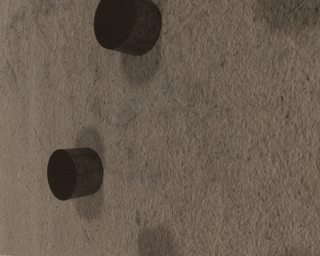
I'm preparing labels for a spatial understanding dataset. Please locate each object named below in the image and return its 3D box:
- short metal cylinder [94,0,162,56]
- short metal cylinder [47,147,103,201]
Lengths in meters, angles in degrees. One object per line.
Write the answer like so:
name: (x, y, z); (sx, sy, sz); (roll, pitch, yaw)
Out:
short metal cylinder: (-0.045, -0.143, 0.423); (0.080, 0.050, 0.079); (0, 90, 39)
short metal cylinder: (-0.137, 0.072, 0.499); (0.080, 0.050, 0.079); (0, 90, 39)
